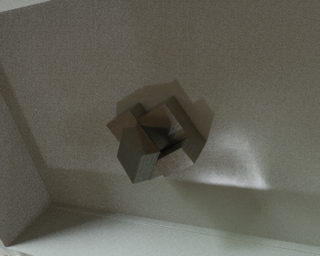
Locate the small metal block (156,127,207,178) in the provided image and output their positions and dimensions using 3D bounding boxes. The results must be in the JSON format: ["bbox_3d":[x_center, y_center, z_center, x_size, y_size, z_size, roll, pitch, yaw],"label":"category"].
[{"bbox_3d":[0.026,0.031,0.395,0.050,0.050,0.025,-32,101,37],"label":"small metal block"}]

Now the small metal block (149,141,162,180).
[{"bbox_3d":[-0.008,0.040,0.434,0.050,0.025,0.050,-28,104,37],"label":"small metal block"}]

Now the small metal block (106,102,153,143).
[{"bbox_3d":[-0.037,0.001,0.425,0.050,0.025,0.050,-28,104,37],"label":"small metal block"}]

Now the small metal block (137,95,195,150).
[{"bbox_3d":[0.008,-0.006,0.398,0.050,0.025,0.050,-28,104,37],"label":"small metal block"}]

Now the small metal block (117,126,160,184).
[{"bbox_3d":[-0.029,0.033,0.393,0.050,0.025,0.050,52,138,37],"label":"small metal block"}]
